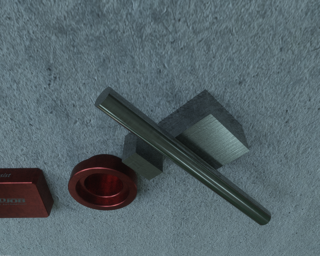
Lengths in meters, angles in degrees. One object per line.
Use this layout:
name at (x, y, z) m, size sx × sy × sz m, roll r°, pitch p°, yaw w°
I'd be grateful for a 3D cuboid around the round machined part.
round machined part at (-0.082, 0.077, 0.461) m, size 0.099 × 0.042 × 0.097 m, roll 0°, pitch 130°, yaw 0°

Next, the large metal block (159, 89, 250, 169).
large metal block at (0.054, 0.011, 0.401) m, size 0.080 × 0.050 × 0.080 m, roll -35°, pitch 122°, yaw 26°

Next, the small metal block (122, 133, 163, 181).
small metal block at (-0.022, 0.035, 0.420) m, size 0.025 × 0.050 × 0.050 m, roll -35°, pitch 122°, yaw 26°

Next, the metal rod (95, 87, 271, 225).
metal rod at (0.047, 0.050, 0.384) m, size 0.025 × 0.025 × 0.301 m, roll -37°, pitch 122°, yaw 27°

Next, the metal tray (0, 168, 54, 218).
metal tray at (-0.246, 0.105, 0.491) m, size 0.131 × 0.030 × 0.089 m, roll -1°, pitch 130°, yaw 0°
